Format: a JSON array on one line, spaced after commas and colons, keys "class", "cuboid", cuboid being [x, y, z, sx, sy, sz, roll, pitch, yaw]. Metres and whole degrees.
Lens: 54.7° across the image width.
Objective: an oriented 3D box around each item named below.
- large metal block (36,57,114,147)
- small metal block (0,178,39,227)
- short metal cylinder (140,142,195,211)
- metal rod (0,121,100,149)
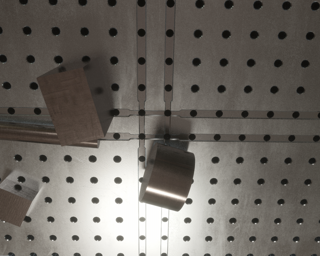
[{"class": "large metal block", "cuboid": [-0.095, -0.035, 0.370, 0.050, 0.080, 0.079, -12, 110, 4]}, {"class": "small metal block", "cuboid": [-0.214, 0.109, 0.451, 0.050, 0.025, 0.050, 27, 108, -10]}, {"class": "short metal cylinder", "cuboid": [0.008, 0.064, 0.408, 0.050, 0.080, 0.079, 17, 109, -7]}, {"class": "metal rod", "cuboid": [-0.232, 0.001, 0.410, 0.302, 0.025, 0.025, 5, 110, -3]}]
